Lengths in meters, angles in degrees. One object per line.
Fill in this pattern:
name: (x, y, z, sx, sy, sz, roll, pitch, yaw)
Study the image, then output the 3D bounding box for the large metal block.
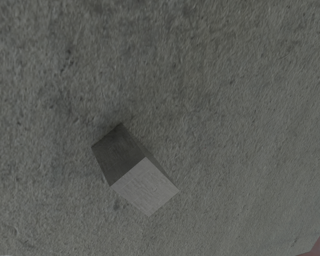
large metal block: (-0.032, 0.051, 0.387, 0.050, 0.080, 0.080, -41, 130, -1)
